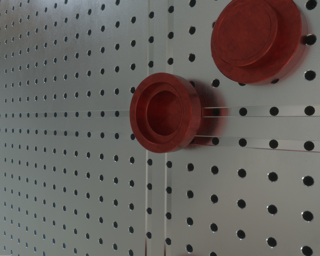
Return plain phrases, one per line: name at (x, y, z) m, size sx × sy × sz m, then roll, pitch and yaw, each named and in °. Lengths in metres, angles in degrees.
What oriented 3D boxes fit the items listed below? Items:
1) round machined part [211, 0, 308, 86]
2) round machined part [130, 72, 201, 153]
round machined part at (0.095, -0.095, 0.321) m, size 0.098 × 0.042 × 0.097 m, roll 0°, pitch 90°, yaw 40°
round machined part at (0.011, -0.018, 0.390) m, size 0.098 × 0.042 × 0.097 m, roll 0°, pitch 90°, yaw 40°
